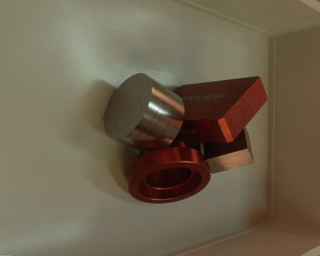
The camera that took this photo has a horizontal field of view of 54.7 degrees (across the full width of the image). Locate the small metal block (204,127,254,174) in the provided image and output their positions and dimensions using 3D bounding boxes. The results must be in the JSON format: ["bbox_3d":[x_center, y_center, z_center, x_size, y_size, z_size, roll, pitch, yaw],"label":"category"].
[{"bbox_3d":[0.080,0.022,0.369,0.025,0.050,0.050,58,25,-33],"label":"small metal block"}]

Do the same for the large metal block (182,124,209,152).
[{"bbox_3d":[0.065,0.012,0.435,0.081,0.050,0.079,-18,107,-39],"label":"large metal block"}]

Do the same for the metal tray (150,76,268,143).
[{"bbox_3d":[0.052,-0.023,0.381,0.090,0.130,0.030,-43,117,-32],"label":"metal tray"}]

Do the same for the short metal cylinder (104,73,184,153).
[{"bbox_3d":[-0.019,-0.015,0.354,0.050,0.080,0.080,29,72,-37],"label":"short metal cylinder"}]

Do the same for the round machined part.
[{"bbox_3d":[0.009,0.051,0.379,0.098,0.098,0.042,26,38,-38],"label":"round machined part"}]
